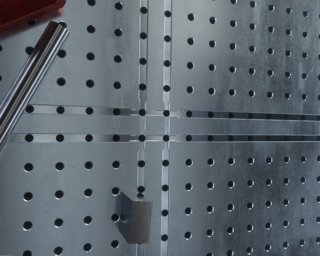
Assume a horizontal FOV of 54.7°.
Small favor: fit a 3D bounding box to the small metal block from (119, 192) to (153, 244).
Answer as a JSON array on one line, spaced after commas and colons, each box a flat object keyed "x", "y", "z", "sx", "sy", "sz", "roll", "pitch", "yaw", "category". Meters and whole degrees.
[{"x": -0.031, "y": 0.111, "z": 0.389, "sx": 0.025, "sy": 0.050, "sz": 0.050, "roll": 7, "pitch": 88, "yaw": -20, "category": "small metal block"}]

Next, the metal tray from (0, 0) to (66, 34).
[{"x": -0.151, "y": -0.161, "z": 0.301, "sx": 0.091, "sy": 0.129, "sz": 0.030, "roll": -32, "pitch": 72, "yaw": -17, "category": "metal tray"}]

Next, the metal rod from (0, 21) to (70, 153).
[{"x": -0.185, "y": 0.013, "z": 0.344, "sx": 0.025, "sy": 0.025, "sz": 0.299, "roll": 29, "pitch": 80, "yaw": -18, "category": "metal rod"}]
